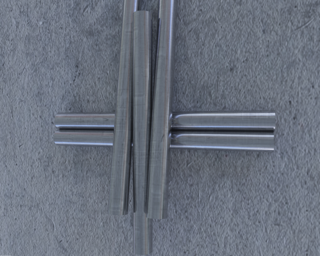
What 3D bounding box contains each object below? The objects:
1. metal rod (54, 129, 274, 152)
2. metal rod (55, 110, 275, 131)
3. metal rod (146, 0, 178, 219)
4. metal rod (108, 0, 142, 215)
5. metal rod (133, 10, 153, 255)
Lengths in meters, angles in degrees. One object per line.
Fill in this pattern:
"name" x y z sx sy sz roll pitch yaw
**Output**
"metal rod" -0.008 0.015 0.413 0.301 0.025 0.025 0 90 19
"metal rod" -0.007 -0.010 0.413 0.301 0.025 0.025 0 90 19
"metal rod" 0.004 -0.042 0.385 0.025 0.025 0.298 0 82 19
"metal rod" -0.044 -0.042 0.402 0.025 0.025 0.298 0 82 19
"metal rod" -0.022 0.005 0.390 0.025 0.025 0.298 0 90 19
